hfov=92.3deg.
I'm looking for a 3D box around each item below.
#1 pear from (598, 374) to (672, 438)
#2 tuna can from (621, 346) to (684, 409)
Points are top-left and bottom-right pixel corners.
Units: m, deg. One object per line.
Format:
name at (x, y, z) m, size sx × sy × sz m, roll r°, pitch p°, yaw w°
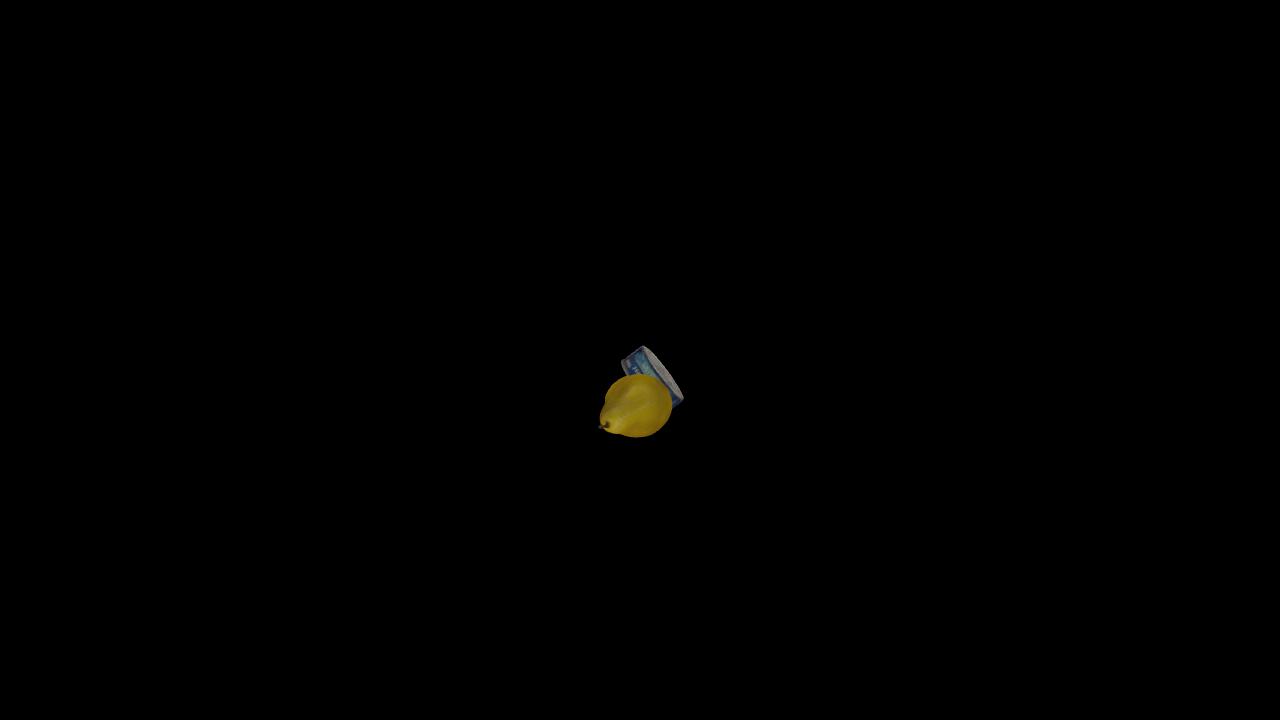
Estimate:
pear at (-0.016, 0.061, 0.694) m, size 0.080 × 0.080 × 0.111 m, roll 0°, pitch 22°, yaw 44°
tuna can at (0.016, 0.024, 0.739) m, size 0.034 × 0.084 × 0.084 m, roll -37°, pitch -6°, yaw 8°
